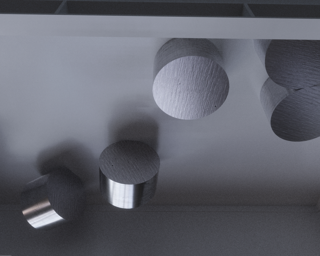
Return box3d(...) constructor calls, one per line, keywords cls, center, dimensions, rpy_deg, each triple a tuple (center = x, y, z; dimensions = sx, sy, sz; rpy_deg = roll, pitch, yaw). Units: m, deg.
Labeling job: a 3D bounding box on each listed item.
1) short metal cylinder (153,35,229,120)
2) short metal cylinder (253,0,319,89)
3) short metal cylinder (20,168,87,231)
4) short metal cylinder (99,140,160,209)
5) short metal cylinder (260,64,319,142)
box3d(cls="short metal cylinder", center=(0.032, -0.056, 0.345), dimensions=(0.081, 0.050, 0.079), rpy_deg=(0, 130, 0))
box3d(cls="short metal cylinder", center=(0.143, -0.088, 0.319), dimensions=(0.081, 0.050, 0.079), rpy_deg=(0, 130, 0))
box3d(cls="short metal cylinder", center=(-0.156, 0.106, 0.461), dimensions=(0.050, 0.080, 0.080), rpy_deg=(-26, 126, 20))
box3d(cls="short metal cylinder", center=(-0.042, 0.062, 0.425), dimensions=(0.081, 0.080, 0.050), rpy_deg=(5, 130, -4))
box3d(cls="short metal cylinder", center=(0.166, -0.030, 0.369), dimensions=(0.081, 0.050, 0.079), rpy_deg=(0, 130, 0))
